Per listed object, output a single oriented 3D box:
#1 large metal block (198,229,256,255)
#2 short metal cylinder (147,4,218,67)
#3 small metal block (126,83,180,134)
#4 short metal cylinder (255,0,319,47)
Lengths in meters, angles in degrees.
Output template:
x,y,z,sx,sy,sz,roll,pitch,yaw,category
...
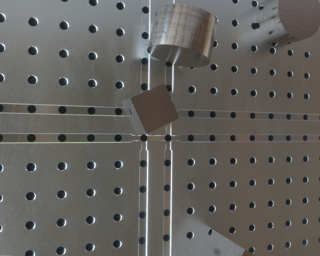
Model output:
x,y,z,sx,sy,sz,roll,pitch,yaw,category
0.089,0.196,0.417,0.050,0.080,0.080,36,79,-17,large metal block
0.028,-0.114,0.394,0.081,0.080,0.050,13,86,-20,short metal cylinder
-0.010,-0.025,0.409,0.050,0.025,0.050,-26,99,-18,small metal block
0.194,-0.169,0.471,0.081,0.050,0.079,0,90,-20,short metal cylinder
